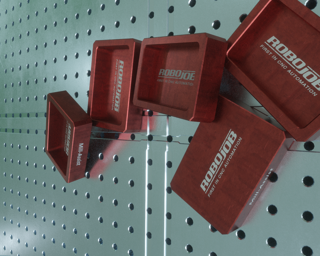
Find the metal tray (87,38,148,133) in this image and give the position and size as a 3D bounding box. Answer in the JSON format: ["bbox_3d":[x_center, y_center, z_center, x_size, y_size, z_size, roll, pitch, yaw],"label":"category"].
[{"bbox_3d":[-0.065,-0.063,0.460,0.090,0.030,0.129,11,97,39],"label":"metal tray"}]

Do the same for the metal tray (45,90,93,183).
[{"bbox_3d":[-0.154,0.016,0.511,0.090,0.030,0.129,43,133,31],"label":"metal tray"}]

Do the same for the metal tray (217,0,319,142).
[{"bbox_3d":[0.128,-0.062,0.300,0.090,0.030,0.130,-51,60,28],"label":"metal tray"}]

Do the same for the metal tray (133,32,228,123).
[{"bbox_3d":[0.017,-0.061,0.369,0.130,0.030,0.089,19,102,55],"label":"metal tray"}]

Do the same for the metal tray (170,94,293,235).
[{"bbox_3d":[0.074,0.039,0.345,0.090,0.030,0.129,37,113,34],"label":"metal tray"}]
